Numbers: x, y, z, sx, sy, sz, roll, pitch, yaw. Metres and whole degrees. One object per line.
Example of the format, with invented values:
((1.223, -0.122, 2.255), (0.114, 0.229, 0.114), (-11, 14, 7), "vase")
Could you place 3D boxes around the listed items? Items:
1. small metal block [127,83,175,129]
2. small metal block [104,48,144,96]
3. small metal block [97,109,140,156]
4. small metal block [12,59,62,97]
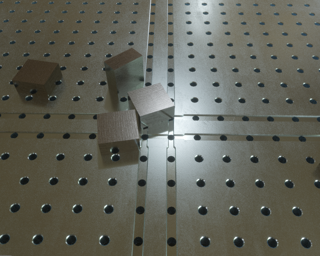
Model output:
((-0.013, -0.032, 0.435), (0.050, 0.025, 0.050), (-18, 52, -15), "small metal block")
((-0.052, -0.083, 0.461), (0.050, 0.050, 0.025), (-34, 58, -25), "small metal block")
((-0.054, 0.005, 0.403), (0.050, 0.025, 0.050), (-7, 50, -6), "small metal block")
((-0.185, -0.076, 0.471), (0.050, 0.025, 0.050), (9, 51, 7), "small metal block")
